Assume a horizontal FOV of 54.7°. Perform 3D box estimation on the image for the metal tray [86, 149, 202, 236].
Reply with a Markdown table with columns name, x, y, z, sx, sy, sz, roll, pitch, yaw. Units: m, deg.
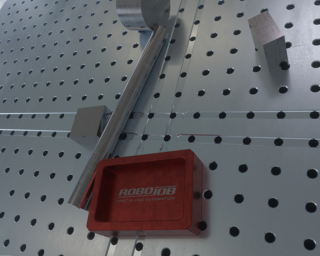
| name | x | y | z | sx | sy | sz | roll | pitch | yaw |
| --- | --- | --- | --- | --- | --- | --- | --- | --- | --- |
| metal tray | -0.018 | 0.078 | 0.366 | 0.130 | 0.030 | 0.090 | -9 | 58 | 23 |

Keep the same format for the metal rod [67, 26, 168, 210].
| name | x | y | z | sx | sy | sz | roll | pitch | yaw |
| --- | --- | --- | --- | --- | --- | --- | --- | --- | --- |
| metal rod | -0.053 | -0.028 | 0.453 | 0.025 | 0.025 | 0.300 | 10 | 66 | 32 |

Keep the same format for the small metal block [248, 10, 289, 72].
| name | x | y | z | sx | sy | sz | roll | pitch | yaw |
| --- | --- | --- | --- | --- | --- | --- | --- | --- | --- |
| small metal block | 0.135 | -0.108 | 0.387 | 0.025 | 0.050 | 0.050 | -24 | 53 | 14 |

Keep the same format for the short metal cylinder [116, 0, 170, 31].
| name | x | y | z | sx | sy | sz | roll | pitch | yaw |
| --- | --- | --- | --- | --- | --- | --- | --- | --- | --- |
| short metal cylinder | -0.026 | -0.202 | 0.511 | 0.050 | 0.080 | 0.080 | 13 | 68 | 33 |

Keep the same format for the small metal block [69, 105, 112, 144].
| name | x | y | z | sx | sy | sz | roll | pitch | yaw |
| --- | --- | --- | --- | --- | --- | --- | --- | --- | --- |
| small metal block | -0.102 | -0.004 | 0.465 | 0.050 | 0.025 | 0.050 | -4 | 60 | 26 |
